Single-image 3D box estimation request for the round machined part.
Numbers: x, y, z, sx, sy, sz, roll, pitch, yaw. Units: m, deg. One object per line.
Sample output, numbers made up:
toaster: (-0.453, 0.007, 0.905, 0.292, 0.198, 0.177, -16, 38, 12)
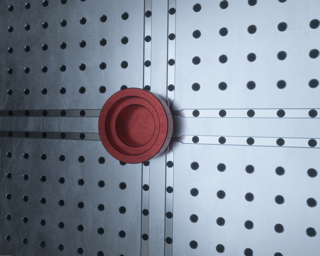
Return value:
round machined part: (-0.029, -0.003, 0.414, 0.098, 0.042, 0.097, 0, 90, 20)
